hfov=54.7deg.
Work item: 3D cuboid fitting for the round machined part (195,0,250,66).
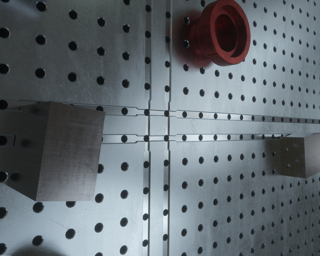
[{"bbox_3d":[0.093,-0.143,0.475,0.099,0.042,0.097,0,90,-40],"label":"round machined part"}]

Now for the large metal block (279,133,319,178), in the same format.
[{"bbox_3d":[0.292,0.053,0.638,0.081,0.050,0.079,-8,95,-40],"label":"large metal block"}]

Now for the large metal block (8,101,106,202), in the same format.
[{"bbox_3d":[-0.099,0.021,0.291,0.050,0.080,0.080,11,83,-40],"label":"large metal block"}]
